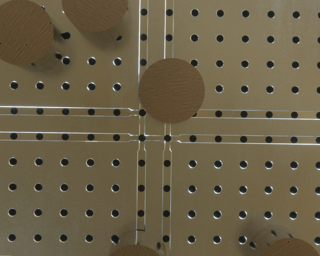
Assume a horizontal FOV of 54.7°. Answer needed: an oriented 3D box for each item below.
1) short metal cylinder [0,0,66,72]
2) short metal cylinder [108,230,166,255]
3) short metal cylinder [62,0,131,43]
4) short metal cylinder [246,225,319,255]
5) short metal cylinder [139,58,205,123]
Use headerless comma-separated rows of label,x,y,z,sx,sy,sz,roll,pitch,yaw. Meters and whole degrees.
short metal cylinder,-0.169,-0.116,0.399,0.081,0.050,0.079,0,90,0
short metal cylinder,-0.031,0.181,0.400,0.081,0.050,0.079,0,90,-1
short metal cylinder,-0.079,-0.156,0.400,0.081,0.050,0.079,0,90,-1
short metal cylinder,0.159,0.174,0.403,0.081,0.050,0.079,0,90,-1
short metal cylinder,0.014,-0.045,0.401,0.081,0.050,0.079,0,90,-1
